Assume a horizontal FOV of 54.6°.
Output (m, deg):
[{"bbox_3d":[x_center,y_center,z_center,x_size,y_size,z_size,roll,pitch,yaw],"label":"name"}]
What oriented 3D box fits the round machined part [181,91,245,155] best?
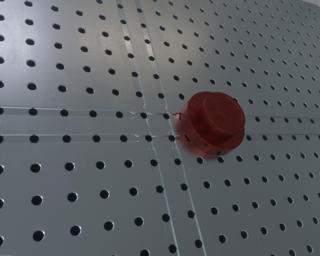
[{"bbox_3d":[0.083,-0.013,0.449,0.099,0.042,0.098,13,56,-21],"label":"round machined part"}]
